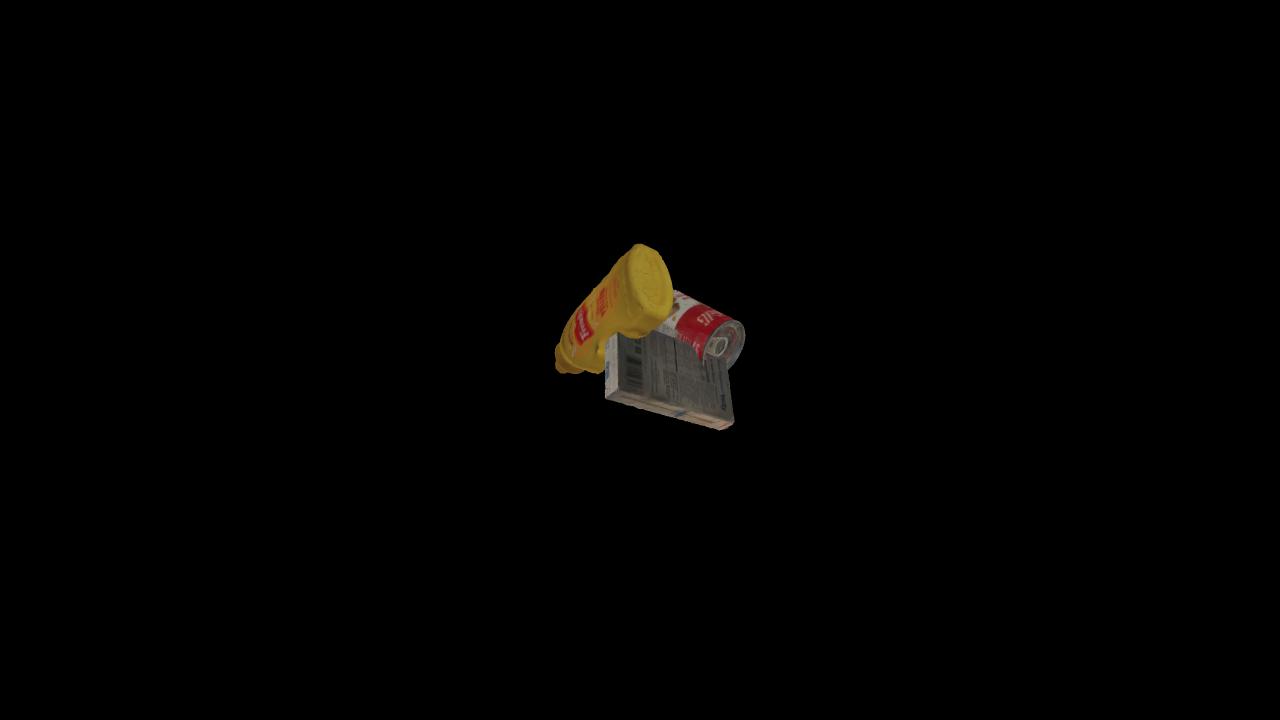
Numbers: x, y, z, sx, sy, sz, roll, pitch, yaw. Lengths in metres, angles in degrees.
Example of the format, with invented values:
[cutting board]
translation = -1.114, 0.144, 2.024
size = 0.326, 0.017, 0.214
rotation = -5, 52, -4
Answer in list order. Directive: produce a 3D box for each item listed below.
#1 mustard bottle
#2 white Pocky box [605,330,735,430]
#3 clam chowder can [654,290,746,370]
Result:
[mustard bottle]
translation = -0.039, -0.035, 0.653
size = 0.054, 0.092, 0.184
rotation = 11, -35, -35
[white Pocky box]
translation = 0.032, 0.017, 0.641
size = 0.154, 0.084, 0.028
rotation = 19, -35, -33
[clam chowder can]
translation = 0.060, -0.033, 0.706
size = 0.068, 0.068, 0.102
rotation = 0, 24, -46
